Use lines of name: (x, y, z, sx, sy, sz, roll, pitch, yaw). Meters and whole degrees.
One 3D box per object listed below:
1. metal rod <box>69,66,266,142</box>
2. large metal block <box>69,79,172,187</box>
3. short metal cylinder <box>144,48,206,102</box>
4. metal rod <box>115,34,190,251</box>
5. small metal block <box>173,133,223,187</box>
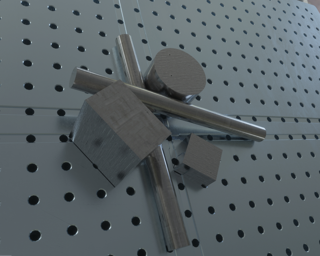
metal rod: (0.031, -0.023, 0.416, 0.302, 0.025, 0.025, 15, 56, -29)
large metal block: (-0.047, 0.008, 0.342, 0.080, 0.080, 0.050, 46, 51, 4)
short metal cylinder: (0.018, -0.067, 0.444, 0.081, 0.050, 0.080, 14, 56, -21)
metal rod: (-0.016, 0.001, 0.400, 0.025, 0.025, 0.299, -2, 63, -29)
small metal block: (0.051, 0.042, 0.413, 0.050, 0.025, 0.050, 29, 52, -10)
